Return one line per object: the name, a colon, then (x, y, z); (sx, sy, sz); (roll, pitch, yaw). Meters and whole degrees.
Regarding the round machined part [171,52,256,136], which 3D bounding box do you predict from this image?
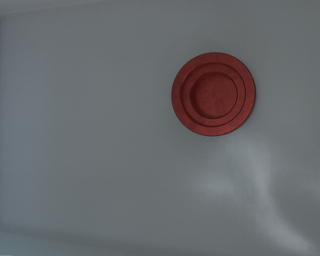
round machined part: (0.067, -0.039, 0.378); (0.098, 0.042, 0.097); (0, 90, 20)
